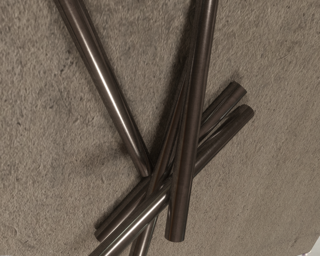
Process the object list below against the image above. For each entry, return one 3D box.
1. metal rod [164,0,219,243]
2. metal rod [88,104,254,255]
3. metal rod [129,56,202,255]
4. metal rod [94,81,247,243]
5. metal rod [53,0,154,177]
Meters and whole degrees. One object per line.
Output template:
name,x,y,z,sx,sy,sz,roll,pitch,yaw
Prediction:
metal rod,0.036,-0.011,0.363,0.025,0.025,0.298,2,99,-30
metal rod,0.027,0.066,0.408,0.301,0.025,0.025,-41,132,-23
metal rod,0.005,0.054,0.418,0.025,0.025,0.298,6,107,-32
metal rod,0.013,0.053,0.448,0.300,0.025,0.025,-48,129,5
metal rod,-0.060,-0.052,0.342,0.025,0.025,0.299,-29,129,-11
